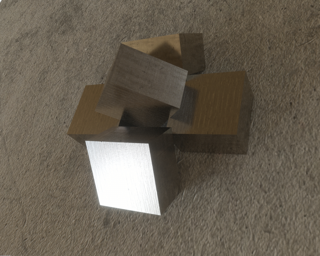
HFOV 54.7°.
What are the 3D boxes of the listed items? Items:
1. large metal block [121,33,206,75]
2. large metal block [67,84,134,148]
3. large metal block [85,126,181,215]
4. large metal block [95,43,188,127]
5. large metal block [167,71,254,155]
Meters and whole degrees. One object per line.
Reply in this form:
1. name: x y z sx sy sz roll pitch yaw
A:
1. large metal block: 0.008 -0.096 0.416 0.080 0.080 0.050 0 105 28
2. large metal block: -0.071 -0.015 0.434 0.080 0.050 0.080 0 62 27
3. large metal block: -0.028 0.044 0.349 0.080 0.079 0.050 1 19 29
4. large metal block: -0.024 -0.043 0.365 0.080 0.080 0.050 136 151 -61
5. large metal block: 0.060 -0.017 0.364 0.080 0.050 0.080 0 62 28
